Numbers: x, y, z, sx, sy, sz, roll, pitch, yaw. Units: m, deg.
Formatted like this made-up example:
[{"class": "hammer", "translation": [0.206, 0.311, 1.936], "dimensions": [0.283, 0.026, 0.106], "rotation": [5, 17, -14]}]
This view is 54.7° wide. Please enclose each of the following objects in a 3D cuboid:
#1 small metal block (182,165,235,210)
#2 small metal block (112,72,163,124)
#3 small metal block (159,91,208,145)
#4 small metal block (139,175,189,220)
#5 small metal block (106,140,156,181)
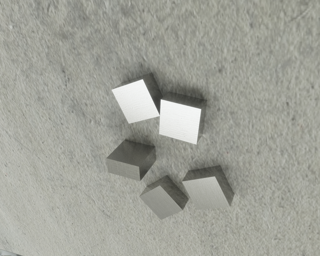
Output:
[{"class": "small metal block", "translation": [0.066, 0.082, 0.422], "dimensions": [0.050, 0.025, 0.050], "rotation": [-16, 110, 34]}, {"class": "small metal block", "translation": [-0.025, -0.038, 0.396], "dimensions": [0.050, 0.025, 0.050], "rotation": [-13, 112, 33]}, {"class": "small metal block", "translation": [0.028, -0.013, 0.383], "dimensions": [0.050, 0.025, 0.050], "rotation": [15, 125, 18]}, {"class": "small metal block", "translation": [0.006, 0.106, 0.468], "dimensions": [0.050, 0.025, 0.050], "rotation": [49, 128, -7]}, {"class": "small metal block", "translation": [-0.039, 0.044, 0.437], "dimensions": [0.050, 0.050, 0.025], "rotation": [12, 123, 21]}]
